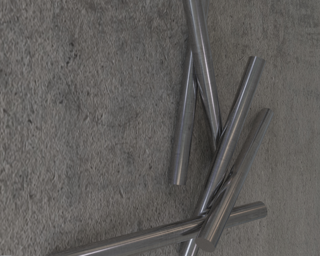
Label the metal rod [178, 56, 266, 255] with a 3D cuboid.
[{"bbox_3d":[0.089,0.043,0.440,0.025,0.025,0.299,21,89,-38],"label":"metal rod"}]

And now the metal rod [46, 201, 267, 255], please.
[{"bbox_3d":[0.019,0.130,0.386,0.303,0.025,0.025,-4,93,-30],"label":"metal rod"}]

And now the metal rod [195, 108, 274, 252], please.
[{"bbox_3d":[0.125,0.055,0.466,0.301,0.025,0.025,-49,120,-44],"label":"metal rod"}]

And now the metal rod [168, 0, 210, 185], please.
[{"bbox_3d":[0.044,-0.070,0.441,0.025,0.025,0.298,13,81,-39],"label":"metal rod"}]

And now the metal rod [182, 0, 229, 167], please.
[{"bbox_3d":[0.063,-0.069,0.422,0.025,0.025,0.298,-34,122,-35],"label":"metal rod"}]
